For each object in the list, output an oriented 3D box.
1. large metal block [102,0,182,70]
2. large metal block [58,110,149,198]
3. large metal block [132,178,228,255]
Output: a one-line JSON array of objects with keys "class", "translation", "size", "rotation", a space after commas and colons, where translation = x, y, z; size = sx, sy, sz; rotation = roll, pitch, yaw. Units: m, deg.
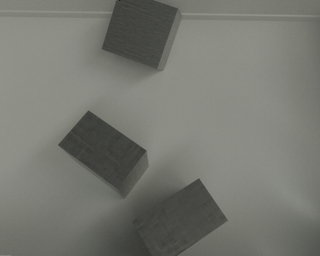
[{"class": "large metal block", "translation": [-0.023, -0.132, 0.427], "size": [0.080, 0.050, 0.079], "rotation": [21, 101, 7]}, {"class": "large metal block", "translation": [-0.062, 0.034, 0.367], "size": [0.080, 0.080, 0.050], "rotation": [34, 74, 11]}, {"class": "large metal block", "translation": [0.020, 0.105, 0.342], "size": [0.080, 0.080, 0.050], "rotation": [-31, 73, -11]}]
